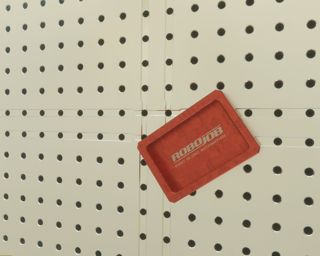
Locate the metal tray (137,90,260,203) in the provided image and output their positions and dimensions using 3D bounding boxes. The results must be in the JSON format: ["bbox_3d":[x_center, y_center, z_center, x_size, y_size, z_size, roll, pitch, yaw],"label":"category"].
[{"bbox_3d":[0.047,0.024,0.392,0.130,0.030,0.090,-35,79,16],"label":"metal tray"}]
